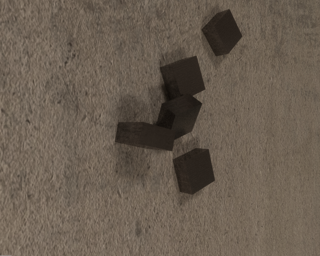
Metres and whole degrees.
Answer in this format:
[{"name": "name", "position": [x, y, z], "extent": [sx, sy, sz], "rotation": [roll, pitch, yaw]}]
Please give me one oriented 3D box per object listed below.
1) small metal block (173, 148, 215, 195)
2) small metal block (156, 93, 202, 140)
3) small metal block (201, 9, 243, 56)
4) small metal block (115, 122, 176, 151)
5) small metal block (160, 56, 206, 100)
[{"name": "small metal block", "position": [0.050, 0.061, 0.449], "extent": [0.050, 0.025, 0.050], "rotation": [-22, 104, -38]}, {"name": "small metal block", "position": [0.024, -0.013, 0.410], "extent": [0.050, 0.025, 0.050], "rotation": [-24, 144, -38]}, {"name": "small metal block", "position": [0.099, -0.150, 0.490], "extent": [0.050, 0.025, 0.050], "rotation": [-51, 120, -28]}, {"name": "small metal block", "position": [-0.018, 0.010, 0.375], "extent": [0.050, 0.050, 0.025], "rotation": [15, 80, -39]}, {"name": "small metal block", "position": [0.033, -0.069, 0.434], "extent": [0.050, 0.025, 0.050], "rotation": [-28, 108, -37]}]
